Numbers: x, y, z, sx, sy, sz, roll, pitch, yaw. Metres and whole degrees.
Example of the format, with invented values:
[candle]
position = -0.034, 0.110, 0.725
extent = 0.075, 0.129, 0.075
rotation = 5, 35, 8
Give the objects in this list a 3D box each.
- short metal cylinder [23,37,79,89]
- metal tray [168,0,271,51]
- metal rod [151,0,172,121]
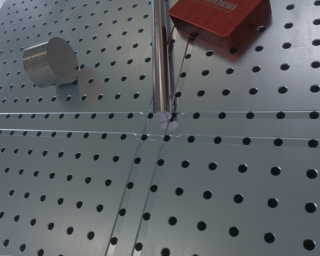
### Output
[short metal cylinder]
position = -0.188, -0.112, 0.541
extent = 0.050, 0.080, 0.080
rotation = -11, 57, 23
[metal tray]
position = 0.087, -0.178, 0.469
extent = 0.090, 0.030, 0.130
rotation = -47, 51, -5
[metal rod]
position = -0.001, -0.142, 0.495
extent = 0.025, 0.025, 0.299
rotation = -15, 56, 20
